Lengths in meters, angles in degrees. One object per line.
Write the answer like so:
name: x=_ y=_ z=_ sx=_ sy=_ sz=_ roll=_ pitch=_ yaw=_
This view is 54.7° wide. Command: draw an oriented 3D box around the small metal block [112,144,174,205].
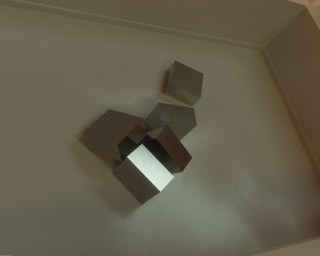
small metal block: x=-0.020 y=0.053 z=0.348 sx=0.050 sy=0.050 sz=0.025 roll=46 pitch=51 yaw=3

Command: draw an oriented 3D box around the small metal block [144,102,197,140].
small metal block: x=0.012 y=-0.006 z=0.401 sx=0.050 sy=0.050 sz=0.025 roll=7 pitch=59 yaw=-25

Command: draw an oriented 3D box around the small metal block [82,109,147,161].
small metal block: x=-0.052 y=0.007 z=0.358 sx=0.050 sy=0.025 sz=0.050 roll=16 pitch=45 yaw=27

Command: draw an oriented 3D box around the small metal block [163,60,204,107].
small metal block: x=0.036 y=-0.067 z=0.468 sx=0.050 sy=0.025 sz=0.050 roll=22 pitch=53 yaw=-15

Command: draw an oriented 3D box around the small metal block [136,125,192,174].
small metal block: x=0.001 y=0.029 z=0.366 sx=0.050 sy=0.050 sz=0.025 roll=53 pitch=49 yaw=-14
